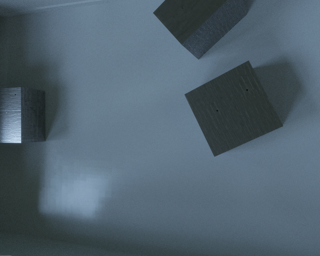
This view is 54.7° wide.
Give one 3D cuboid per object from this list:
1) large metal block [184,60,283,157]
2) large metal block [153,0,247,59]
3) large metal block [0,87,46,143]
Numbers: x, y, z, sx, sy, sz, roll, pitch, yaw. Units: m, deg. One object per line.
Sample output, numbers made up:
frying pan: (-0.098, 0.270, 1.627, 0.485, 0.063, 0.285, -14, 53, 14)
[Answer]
large metal block: (0.088, -0.021, 0.366, 0.080, 0.050, 0.080, -27, 81, 18)
large metal block: (0.050, -0.134, 0.363, 0.080, 0.080, 0.050, -42, 77, 15)
large metal block: (-0.227, -0.018, 0.477, 0.080, 0.050, 0.080, 0, 90, 20)
